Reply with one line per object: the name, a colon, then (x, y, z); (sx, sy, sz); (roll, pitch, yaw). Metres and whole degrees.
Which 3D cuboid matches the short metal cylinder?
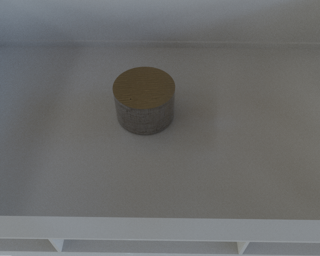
short metal cylinder: (-0.020, -0.037, 0.418); (0.080, 0.050, 0.080); (0, 50, 0)
